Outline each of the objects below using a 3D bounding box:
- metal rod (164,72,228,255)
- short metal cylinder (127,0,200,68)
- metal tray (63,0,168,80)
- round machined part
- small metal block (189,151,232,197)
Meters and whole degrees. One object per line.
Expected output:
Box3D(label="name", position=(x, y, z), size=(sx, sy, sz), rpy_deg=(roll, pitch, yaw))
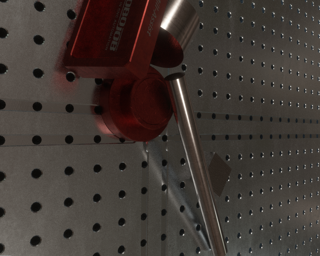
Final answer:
Box3D(label="metal rod", position=(0.056, 0.068, 0.427), size=(0.025, 0.025, 0.298), rpy_deg=(-37, 122, -34))
Box3D(label="short metal cylinder", position=(0.001, -0.118, 0.376), size=(0.080, 0.080, 0.050), rpy_deg=(40, 65, -33))
Box3D(label="metal tray", position=(-0.043, -0.117, 0.328), size=(0.030, 0.090, 0.130), rpy_deg=(33, 68, -56))
Box3D(label="round machined part", position=(-0.020, -0.032, 0.383), size=(0.099, 0.042, 0.097), rpy_deg=(0, 89, -40))
Box3D(label="small metal block", position=(0.079, 0.071, 0.479), size=(0.050, 0.025, 0.050), rpy_deg=(44, 64, -32))
